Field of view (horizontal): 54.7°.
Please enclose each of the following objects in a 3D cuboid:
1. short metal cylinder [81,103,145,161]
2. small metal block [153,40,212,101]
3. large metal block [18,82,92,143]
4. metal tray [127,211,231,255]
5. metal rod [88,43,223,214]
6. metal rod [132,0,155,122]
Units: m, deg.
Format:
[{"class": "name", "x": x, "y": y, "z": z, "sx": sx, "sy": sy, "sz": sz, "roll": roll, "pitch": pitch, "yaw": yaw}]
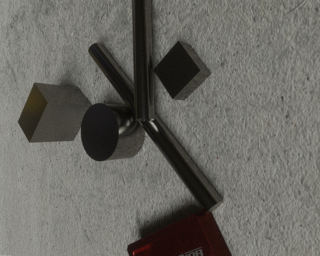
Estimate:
[{"class": "short metal cylinder", "x": -0.068, "y": 0.006, "z": 0.442, "sx": 0.080, "sy": 0.050, "sz": 0.079, "roll": 0, "pitch": 90, "yaw": 39}, {"class": "small metal block", "x": 0.027, "y": -0.070, "z": 0.381, "sx": 0.050, "sy": 0.025, "sz": 0.050, "roll": -45, "pitch": 63, "yaw": 30}, {"class": "large metal block", "x": -0.172, "y": -0.023, "z": 0.508, "sx": 0.050, "sy": 0.081, "sz": 0.080, "roll": 49, "pitch": 119, "yaw": 29}, {"class": "metal tray", "x": 0.024, "y": 0.166, "z": 0.380, "sx": 0.130, "sy": 0.030, "sz": 0.090, "roll": -37, "pitch": 68, "yaw": 33}, {"class": "metal rod", "x": -0.019, "y": -0.016, "z": 0.418, "sx": 0.025, "sy": 0.025, "sz": 0.300, "roll": -52, "pitch": 60, "yaw": 27}, {"class": "metal rod", "x": -0.024, "y": -0.158, "z": 0.408, "sx": 0.025, "sy": 0.025, "sz": 0.298, "roll": -8, "pitch": 80, "yaw": 39}]
